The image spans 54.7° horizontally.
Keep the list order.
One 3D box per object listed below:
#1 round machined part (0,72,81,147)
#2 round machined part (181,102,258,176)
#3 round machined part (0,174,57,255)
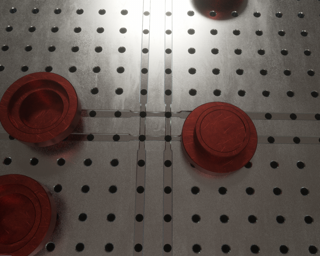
[{"bbox_3d":[-0.153,-0.021,0.409,0.099,0.042,0.098,0,70,-1],"label":"round machined part"},{"bbox_3d":[0.077,0.010,0.400,0.099,0.042,0.098,0,70,-1],"label":"round machined part"},{"bbox_3d":[-0.170,0.106,0.362,0.099,0.042,0.098,0,70,-1],"label":"round machined part"}]
